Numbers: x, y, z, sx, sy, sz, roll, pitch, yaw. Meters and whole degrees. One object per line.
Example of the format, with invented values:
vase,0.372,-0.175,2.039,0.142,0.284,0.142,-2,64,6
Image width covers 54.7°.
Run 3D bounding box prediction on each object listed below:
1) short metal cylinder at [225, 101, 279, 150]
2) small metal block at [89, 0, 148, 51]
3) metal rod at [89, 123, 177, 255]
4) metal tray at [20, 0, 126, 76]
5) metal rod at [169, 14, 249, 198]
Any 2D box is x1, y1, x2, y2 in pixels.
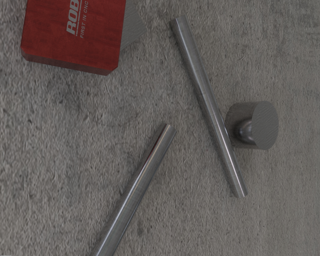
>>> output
short metal cylinder,0.154,-0.004,0.518,0.081,0.050,0.079,0,90,-40
small metal block,-0.050,-0.122,0.362,0.050,0.025,0.050,-46,118,-30
metal rod,-0.055,0.123,0.359,0.025,0.025,0.300,43,64,-32
metal tray,-0.083,-0.126,0.314,0.091,0.030,0.129,8,85,-22
metal rod,0.080,-0.021,0.471,0.025,0.025,0.299,-36,112,-34
